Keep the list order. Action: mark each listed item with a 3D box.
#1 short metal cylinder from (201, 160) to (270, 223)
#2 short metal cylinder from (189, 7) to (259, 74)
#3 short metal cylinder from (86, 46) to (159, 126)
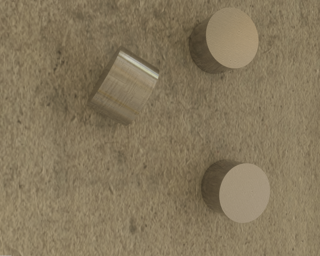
[{"bbox_3d":[0.106,0.087,0.436,0.081,0.050,0.079,0,90,-21],"label":"short metal cylinder"},{"bbox_3d":[0.087,-0.118,0.429,0.081,0.050,0.079,0,90,-21],"label":"short metal cylinder"},{"bbox_3d":[-0.044,-0.049,0.364,0.050,0.080,0.080,30,80,-18],"label":"short metal cylinder"}]
